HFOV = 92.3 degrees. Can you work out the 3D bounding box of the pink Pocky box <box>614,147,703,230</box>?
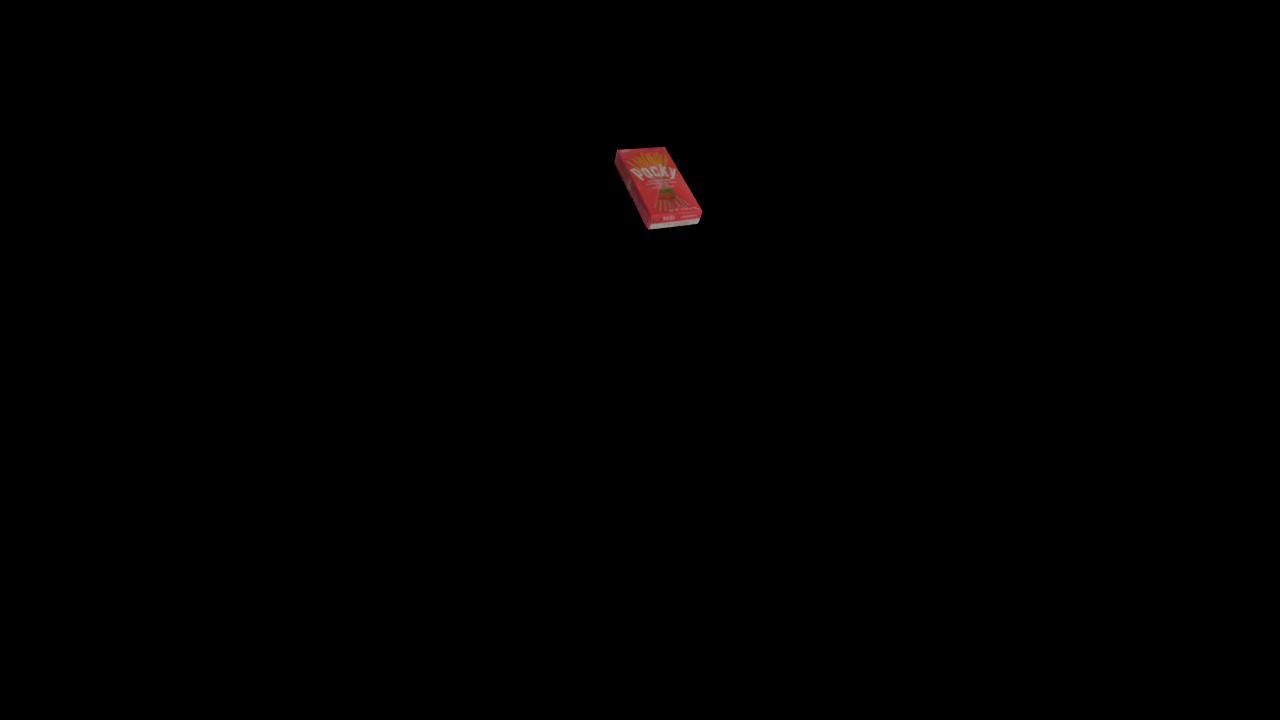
[{"bbox_3d":[0.025,-0.262,0.927,0.084,0.155,0.029,-10,-33,-21],"label":"pink Pocky box"}]
